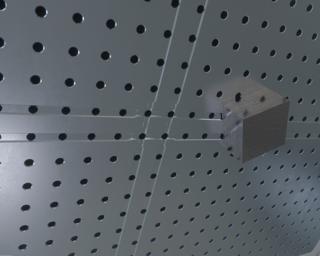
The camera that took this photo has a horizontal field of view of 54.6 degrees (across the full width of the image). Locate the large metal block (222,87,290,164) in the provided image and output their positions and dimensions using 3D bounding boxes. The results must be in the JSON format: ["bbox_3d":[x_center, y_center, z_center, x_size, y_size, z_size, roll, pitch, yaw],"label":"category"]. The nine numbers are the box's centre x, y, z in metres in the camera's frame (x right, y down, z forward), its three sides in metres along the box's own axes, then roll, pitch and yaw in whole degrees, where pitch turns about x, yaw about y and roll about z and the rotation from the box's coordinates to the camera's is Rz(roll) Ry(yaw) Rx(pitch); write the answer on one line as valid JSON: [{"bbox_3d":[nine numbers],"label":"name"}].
[{"bbox_3d":[0.143,-0.005,0.469,0.081,0.050,0.080,-21,127,-16],"label":"large metal block"}]
